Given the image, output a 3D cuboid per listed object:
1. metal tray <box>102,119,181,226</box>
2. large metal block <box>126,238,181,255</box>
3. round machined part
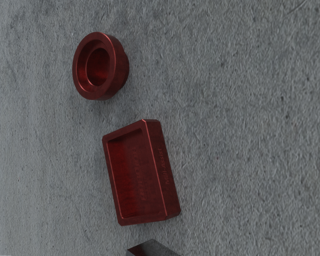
[{"bbox_3d":[-0.029,0.062,0.423,0.090,0.030,0.129,-21,77,37],"label":"metal tray"},{"bbox_3d":[-0.003,0.201,0.389,0.080,0.050,0.079,18,102,38],"label":"large metal block"},{"bbox_3d":[-0.084,-0.089,0.461,0.098,0.042,0.097,0,90,39],"label":"round machined part"}]
